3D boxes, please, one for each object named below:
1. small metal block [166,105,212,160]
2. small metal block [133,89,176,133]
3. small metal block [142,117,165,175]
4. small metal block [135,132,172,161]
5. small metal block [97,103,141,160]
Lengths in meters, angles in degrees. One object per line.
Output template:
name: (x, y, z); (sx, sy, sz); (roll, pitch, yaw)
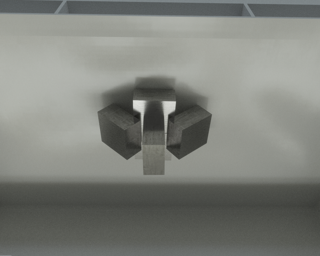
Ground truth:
small metal block: (0.036, 0.005, 0.396); (0.050, 0.025, 0.050); (-27, 139, -30)
small metal block: (-0.008, -0.021, 0.388); (0.050, 0.025, 0.050); (1, 130, -2)
small metal block: (-0.007, 0.021, 0.375); (0.025, 0.050, 0.050); (0, 130, -1)
small metal block: (-0.009, 0.017, 0.421); (0.050, 0.025, 0.050); (2, 130, -2)
small metal block: (-0.051, 0.004, 0.392); (0.050, 0.025, 0.050); (32, 139, 31)
